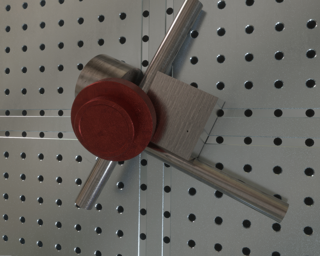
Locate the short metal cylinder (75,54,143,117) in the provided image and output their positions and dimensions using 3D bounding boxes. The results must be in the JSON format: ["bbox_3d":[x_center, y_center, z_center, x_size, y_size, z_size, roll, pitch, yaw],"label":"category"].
[{"bbox_3d":[-0.064,-0.050,0.404,0.050,0.080,0.080,26,99,18],"label":"short metal cylinder"}]

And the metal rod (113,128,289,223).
[{"bbox_3d":[0.016,0.037,0.405,0.301,0.025,0.025,26,99,17],"label":"metal rod"}]

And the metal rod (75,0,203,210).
[{"bbox_3d":[-0.028,-0.030,0.401,0.025,0.025,0.299,29,92,17],"label":"metal rod"}]

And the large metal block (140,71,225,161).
[{"bbox_3d":[0.023,-0.015,0.387,0.080,0.050,0.080,27,99,17],"label":"large metal block"}]

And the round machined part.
[{"bbox_3d":[-0.057,-0.005,0.353,0.098,0.042,0.097,4,111,11],"label":"round machined part"}]
